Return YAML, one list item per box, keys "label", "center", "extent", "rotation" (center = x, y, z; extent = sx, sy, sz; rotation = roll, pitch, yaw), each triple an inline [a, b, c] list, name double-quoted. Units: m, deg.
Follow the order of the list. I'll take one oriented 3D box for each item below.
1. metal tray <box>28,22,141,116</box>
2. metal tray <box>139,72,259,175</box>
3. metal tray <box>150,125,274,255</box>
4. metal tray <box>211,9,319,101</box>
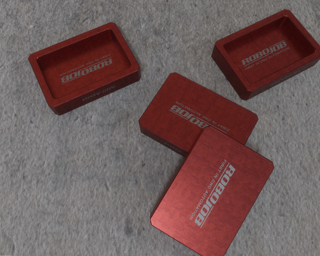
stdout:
- label: "metal tray"
  center: [-0.104, -0.085, 0.435]
  extent: [0.131, 0.030, 0.090]
  rotation: [-26, 72, -10]
- label: "metal tray"
  center: [0.049, -0.006, 0.408]
  extent: [0.130, 0.030, 0.090]
  rotation: [29, 72, 10]
- label: "metal tray"
  center: [0.059, 0.074, 0.358]
  extent: [0.090, 0.030, 0.130]
  rotation: [31, 85, 2]
- label: "metal tray"
  center: [0.153, -0.107, 0.446]
  extent: [0.131, 0.030, 0.090]
  rotation: [-27, 73, -10]
